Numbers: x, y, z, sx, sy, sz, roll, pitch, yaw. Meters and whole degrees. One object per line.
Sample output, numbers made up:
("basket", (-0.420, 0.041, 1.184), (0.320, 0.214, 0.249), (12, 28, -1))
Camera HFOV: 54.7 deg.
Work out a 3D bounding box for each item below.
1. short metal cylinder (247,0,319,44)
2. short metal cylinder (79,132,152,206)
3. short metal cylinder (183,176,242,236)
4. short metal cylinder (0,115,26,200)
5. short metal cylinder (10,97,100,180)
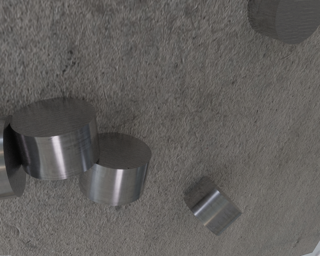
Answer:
("short metal cylinder", (0.157, -0.150, 0.383), (0.081, 0.050, 0.079), (-14, 124, -21))
("short metal cylinder", (-0.054, 0.046, 0.370), (0.081, 0.080, 0.050), (-2, 120, -27))
("short metal cylinder", (0.084, 0.123, 0.493), (0.050, 0.080, 0.080), (-45, 129, 3))
("short metal cylinder", (-0.164, 0.030, 0.295), (0.050, 0.080, 0.079), (-7, 122, -12))
("short metal cylinder", (-0.105, 0.008, 0.319), (0.081, 0.080, 0.050), (-13, 124, -21))
